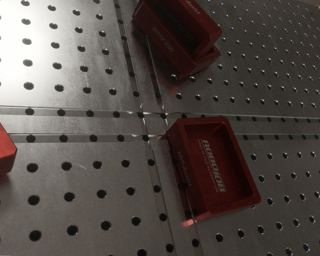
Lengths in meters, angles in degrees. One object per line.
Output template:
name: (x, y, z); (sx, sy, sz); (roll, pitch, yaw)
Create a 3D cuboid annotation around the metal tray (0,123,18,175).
metal tray: (-0.206, 0.016, 0.261); (0.131, 0.030, 0.090); (-21, 63, -46)

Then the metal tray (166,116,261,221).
metal tray: (0.071, 0.048, 0.415); (0.091, 0.030, 0.130); (-4, 64, -30)

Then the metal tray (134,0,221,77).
metal tray: (0.031, -0.151, 0.503); (0.130, 0.030, 0.091); (52, 42, 6)

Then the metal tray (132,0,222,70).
metal tray: (0.022, -0.159, 0.476); (0.130, 0.090, 0.030); (49, 52, 6)
